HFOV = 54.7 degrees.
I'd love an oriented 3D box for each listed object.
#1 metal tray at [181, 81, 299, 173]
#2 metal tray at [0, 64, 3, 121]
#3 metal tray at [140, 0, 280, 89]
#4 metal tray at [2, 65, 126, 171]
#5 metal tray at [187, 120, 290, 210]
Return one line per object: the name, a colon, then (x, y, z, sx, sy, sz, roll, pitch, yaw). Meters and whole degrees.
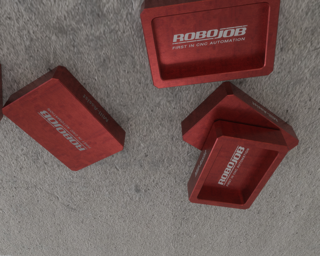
metal tray: (0.105, 0.007, 0.411, 0.131, 0.030, 0.090, 30, 124, -23)
metal tray: (-0.257, -0.049, 0.359, 0.131, 0.030, 0.089, 12, 129, -11)
metal tray: (0.052, -0.093, 0.324, 0.131, 0.030, 0.090, -6, 130, 5)
metal tray: (-0.117, -0.006, 0.398, 0.090, 0.030, 0.130, -25, 126, 20)
metal tray: (0.097, 0.054, 0.410, 0.091, 0.030, 0.129, 9, 130, -8)
